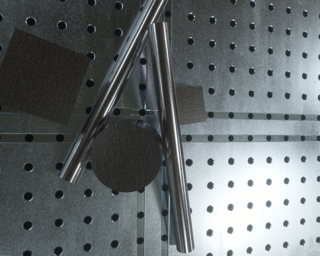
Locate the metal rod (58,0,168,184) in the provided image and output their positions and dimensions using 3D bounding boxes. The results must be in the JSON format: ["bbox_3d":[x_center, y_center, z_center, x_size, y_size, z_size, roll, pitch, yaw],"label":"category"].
[{"bbox_3d":[-0.049,-0.072,0.395,0.025,0.025,0.299,28,81,-18],"label":"metal rod"}]

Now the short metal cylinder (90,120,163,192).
[{"bbox_3d":[-0.037,0.031,0.371,0.080,0.050,0.079,0,96,4],"label":"short metal cylinder"}]

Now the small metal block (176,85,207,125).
[{"bbox_3d":[0.033,-0.030,0.426,0.050,0.025,0.050,-8,93,-20],"label":"small metal block"}]

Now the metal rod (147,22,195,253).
[{"bbox_3d":[0.016,0.021,0.399,0.025,0.025,0.298,-12,102,-20],"label":"metal rod"}]

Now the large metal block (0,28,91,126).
[{"bbox_3d":[-0.133,-0.053,0.350,0.081,0.050,0.080,20,83,-19],"label":"large metal block"}]
